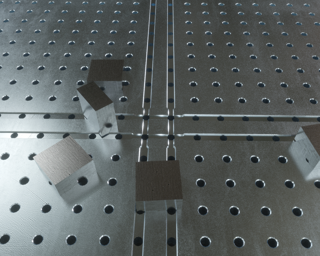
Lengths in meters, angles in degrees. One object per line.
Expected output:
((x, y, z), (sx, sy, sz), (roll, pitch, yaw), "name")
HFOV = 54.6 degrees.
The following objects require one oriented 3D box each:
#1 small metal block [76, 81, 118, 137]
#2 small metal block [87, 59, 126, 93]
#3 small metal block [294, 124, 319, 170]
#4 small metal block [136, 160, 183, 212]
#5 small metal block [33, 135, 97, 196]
((-0.083, -0.025, 0.413), (0.025, 0.050, 0.050), (-31, 57, -23), "small metal block")
((-0.081, -0.079, 0.474), (0.050, 0.025, 0.050), (0, 50, 0), "small metal block")
((0.209, 0.021, 0.391), (0.050, 0.025, 0.050), (-8, 51, -7), "small metal block")
((-0.002, 0.065, 0.353), (0.050, 0.025, 0.050), (-2, 50, -2), "small metal block")
((-0.113, 0.044, 0.371), (0.050, 0.025, 0.050), (-35, 58, -26), "small metal block")
